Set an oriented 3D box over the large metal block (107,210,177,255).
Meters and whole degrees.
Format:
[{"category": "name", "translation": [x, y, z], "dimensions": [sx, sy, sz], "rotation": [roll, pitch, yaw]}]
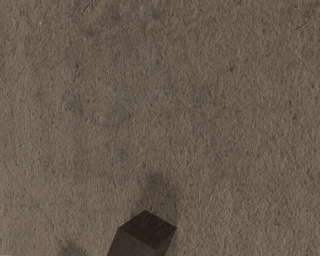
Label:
[{"category": "large metal block", "translation": [-0.027, 0.160, 0.389], "dimensions": [0.050, 0.080, 0.080], "rotation": [25, 98, 18]}]
